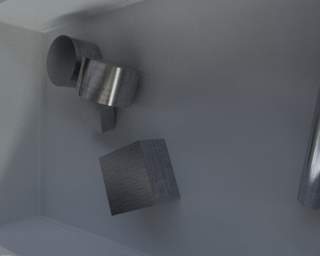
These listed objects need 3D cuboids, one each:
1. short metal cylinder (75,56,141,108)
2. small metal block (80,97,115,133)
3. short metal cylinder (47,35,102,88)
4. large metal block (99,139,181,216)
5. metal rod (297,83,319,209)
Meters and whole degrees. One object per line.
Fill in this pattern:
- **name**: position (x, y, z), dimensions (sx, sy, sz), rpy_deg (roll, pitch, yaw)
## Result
- **short metal cylinder**: position (-0.071, -0.064, 0.427), dimensions (0.080, 0.081, 0.050), rpy_deg (26, 106, 36)
- **small metal block**: position (-0.096, -0.026, 0.473), dimensions (0.050, 0.025, 0.050), rpy_deg (24, 125, 37)
- **short metal cylinder**: position (-0.139, -0.105, 0.502), dimensions (0.080, 0.050, 0.079), rpy_deg (0, 90, 39)
- **large metal block**: position (-0.029, 0.065, 0.412), dimensions (0.080, 0.050, 0.080), rpy_deg (-25, 75, 37)
- **metal rod**: position (0.132, -0.061, 0.217), dimensions (0.025, 0.025, 0.298), rpy_deg (22, 129, 37)
